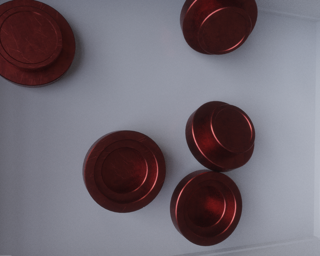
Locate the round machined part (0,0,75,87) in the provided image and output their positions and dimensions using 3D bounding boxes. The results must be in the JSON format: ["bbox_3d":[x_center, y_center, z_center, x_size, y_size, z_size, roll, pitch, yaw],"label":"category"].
[{"bbox_3d":[-0.146,-0.096,0.347,0.099,0.042,0.097,0,90,-20],"label":"round machined part"}]

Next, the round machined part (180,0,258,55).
[{"bbox_3d":[0.078,-0.134,0.399,0.099,0.097,0.042,7,47,-20],"label":"round machined part"}]

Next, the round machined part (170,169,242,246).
[{"bbox_3d":[0.059,0.105,0.423,0.099,0.042,0.097,0,90,-20],"label":"round machined part"}]

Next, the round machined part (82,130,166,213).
[{"bbox_3d":[-0.046,0.051,0.385,0.099,0.042,0.097,0,90,-20],"label":"round machined part"}]

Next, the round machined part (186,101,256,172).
[{"bbox_3d":[0.088,0.007,0.416,0.099,0.042,0.098,9,65,-21],"label":"round machined part"}]
